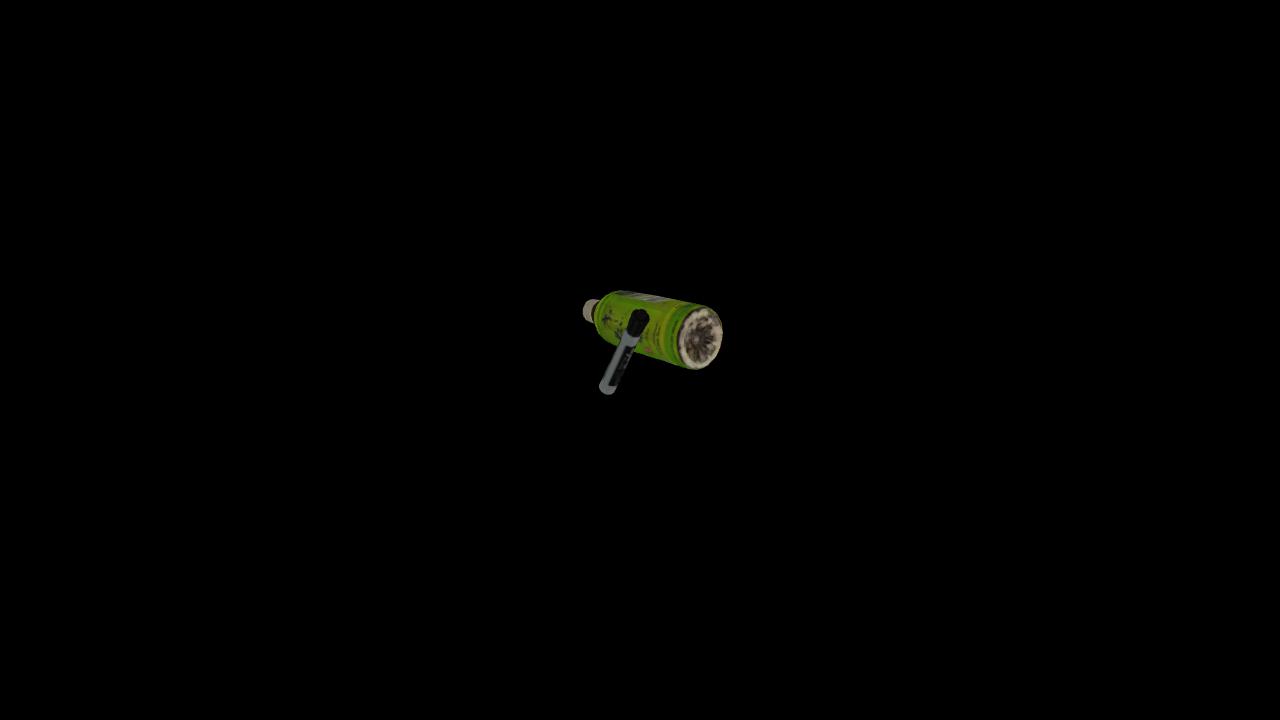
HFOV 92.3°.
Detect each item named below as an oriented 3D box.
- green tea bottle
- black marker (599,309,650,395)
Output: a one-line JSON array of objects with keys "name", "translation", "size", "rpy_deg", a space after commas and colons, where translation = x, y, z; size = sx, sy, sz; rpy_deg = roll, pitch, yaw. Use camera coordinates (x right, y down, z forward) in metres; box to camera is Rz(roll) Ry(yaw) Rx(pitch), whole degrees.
[{"name": "green tea bottle", "translation": [0.002, -0.044, 0.722], "size": [0.073, 0.073, 0.212], "rpy_deg": [0, 13, -37]}, {"name": "black marker", "translation": [-0.017, -0.008, 0.635], "size": [0.020, 0.020, 0.121], "rpy_deg": [0, -40, -25]}]
